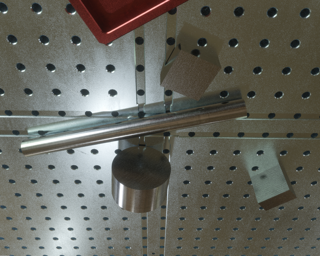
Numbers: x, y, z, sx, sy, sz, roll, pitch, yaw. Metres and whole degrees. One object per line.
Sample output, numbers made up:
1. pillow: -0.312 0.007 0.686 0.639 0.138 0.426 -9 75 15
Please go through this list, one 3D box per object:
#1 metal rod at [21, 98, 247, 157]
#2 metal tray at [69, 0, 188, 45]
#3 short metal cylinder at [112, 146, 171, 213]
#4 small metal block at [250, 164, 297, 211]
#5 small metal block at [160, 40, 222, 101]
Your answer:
1. metal rod: -0.040 0.001 0.412 0.301 0.025 0.025 -10 130 8
2. metal tray: -0.024 -0.146 0.283 0.130 0.030 0.090 -23 127 17
3. short metal cylinder: -0.027 0.071 0.436 0.081 0.080 0.050 4 130 -4
4. small metal block: 0.173 0.091 0.476 0.050 0.050 0.025 -32 123 24
5. small metal block: 0.034 -0.065 0.357 0.050 0.025 0.050 20 127 -17
